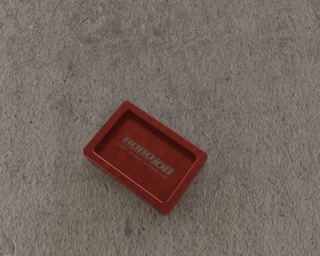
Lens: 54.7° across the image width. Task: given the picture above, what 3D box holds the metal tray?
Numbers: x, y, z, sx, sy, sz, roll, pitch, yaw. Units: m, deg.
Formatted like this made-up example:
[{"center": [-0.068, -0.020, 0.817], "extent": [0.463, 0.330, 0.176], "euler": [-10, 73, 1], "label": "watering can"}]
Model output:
[{"center": [-0.018, 0.036, 0.393], "extent": [0.130, 0.030, 0.090], "euler": [34, 73, 11], "label": "metal tray"}]
